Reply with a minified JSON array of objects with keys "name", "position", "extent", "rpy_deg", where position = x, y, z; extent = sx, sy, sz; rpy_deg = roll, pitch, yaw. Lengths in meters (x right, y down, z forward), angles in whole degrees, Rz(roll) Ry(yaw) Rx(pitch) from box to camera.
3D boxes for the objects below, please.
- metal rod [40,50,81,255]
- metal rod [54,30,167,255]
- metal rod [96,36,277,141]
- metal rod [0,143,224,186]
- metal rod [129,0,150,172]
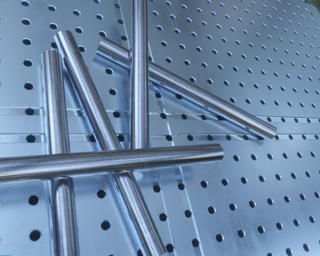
[{"name":"metal rod","position":[-0.106,0.042,0.326],"extent":[0.025,0.025,0.299],"rpy_deg":[1,61,-28]},{"name":"metal rod","position":[-0.066,0.007,0.369],"extent":[0.025,0.025,0.299],"rpy_deg":[-14,69,-34]},{"name":"metal rod","position":[0.048,-0.054,0.468],"extent":[0.301,0.025,0.025],"rpy_deg":[26,53,-13]},{"name":"metal rod","position":[-0.059,0.036,0.321],"extent":[0.303,0.025,0.025],"rpy_deg":[-2,63,-29]},{"name":"metal rod","position":[-0.028,-0.090,0.419],"extent":[0.025,0.025,0.299],"rpy_deg":[8,67,-25]}]
